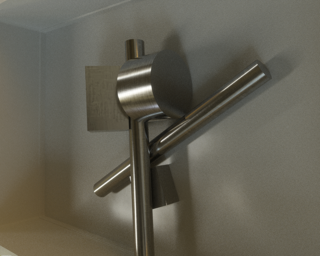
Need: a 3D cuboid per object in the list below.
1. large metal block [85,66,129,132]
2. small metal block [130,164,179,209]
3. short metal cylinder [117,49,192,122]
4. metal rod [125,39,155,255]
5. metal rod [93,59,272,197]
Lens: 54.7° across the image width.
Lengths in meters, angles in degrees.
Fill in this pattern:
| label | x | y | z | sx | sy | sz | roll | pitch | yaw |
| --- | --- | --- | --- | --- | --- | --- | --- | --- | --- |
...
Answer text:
| label | x | y | z | sx | sy | sz | roll | pitch | yaw |
| --- | --- | --- | --- | --- | --- | --- | --- | --- | --- |
| large metal block | -0.072 | -0.036 | 0.420 | 0.080 | 0.050 | 0.080 | 165 | 102 | -80 |
| small metal block | -0.008 | 0.080 | 0.410 | 0.050 | 0.025 | 0.050 | -27 | 74 | 36 |
| short metal cylinder | -0.004 | -0.048 | 0.370 | 0.050 | 0.081 | 0.080 | -5 | 87 | 38 |
| metal rod | -0.025 | 0.038 | 0.390 | 0.025 | 0.025 | 0.298 | -6 | 85 | 39 |
| metal rod | 0.007 | 0.018 | 0.396 | 0.299 | 0.025 | 0.025 | -38 | 67 | 33 |
